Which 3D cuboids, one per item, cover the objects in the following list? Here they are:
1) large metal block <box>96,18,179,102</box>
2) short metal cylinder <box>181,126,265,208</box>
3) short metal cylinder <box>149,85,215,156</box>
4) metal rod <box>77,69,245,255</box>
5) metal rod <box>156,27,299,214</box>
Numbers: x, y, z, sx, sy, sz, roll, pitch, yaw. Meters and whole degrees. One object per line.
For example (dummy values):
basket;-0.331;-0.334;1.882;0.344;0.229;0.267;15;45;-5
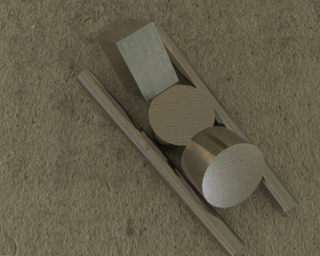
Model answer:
large metal block;-0.030;-0.090;0.396;0.050;0.080;0.080;-35;32;-12
short metal cylinder;0.072;0.044;0.358;0.080;0.080;0.050;-30;31;-10
short metal cylinder;0.026;-0.008;0.399;0.081;0.050;0.080;0;70;0
metal rod;-0.009;0.034;0.396;0.025;0.025;0.300;-39;75;-13
metal rod;0.076;-0.022;0.417;0.025;0.025;0.299;-31;73;-11
